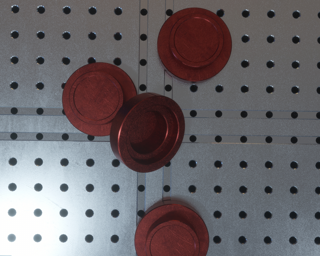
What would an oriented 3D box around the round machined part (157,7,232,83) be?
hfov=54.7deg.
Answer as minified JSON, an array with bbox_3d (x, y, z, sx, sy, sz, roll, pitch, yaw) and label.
[{"bbox_3d":[0.045,-0.110,0.405,0.099,0.042,0.097,0,90,-1],"label":"round machined part"}]

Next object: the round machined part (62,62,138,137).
[{"bbox_3d":[-0.079,-0.037,0.404,0.099,0.042,0.097,0,90,-1],"label":"round machined part"}]

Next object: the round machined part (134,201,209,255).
[{"bbox_3d":[0.016,0.148,0.405,0.099,0.042,0.097,0,90,-1],"label":"round machined part"}]

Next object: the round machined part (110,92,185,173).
[{"bbox_3d":[-0.019,0.003,0.388,0.099,0.042,0.097,-15,115,-34],"label":"round machined part"}]
